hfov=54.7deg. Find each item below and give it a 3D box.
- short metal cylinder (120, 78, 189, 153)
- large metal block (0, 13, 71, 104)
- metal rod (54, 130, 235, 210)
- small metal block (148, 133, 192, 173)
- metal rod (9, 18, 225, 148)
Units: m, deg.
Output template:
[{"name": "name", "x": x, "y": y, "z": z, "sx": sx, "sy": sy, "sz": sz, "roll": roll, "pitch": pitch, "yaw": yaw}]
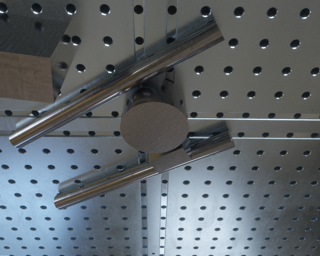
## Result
[{"name": "short metal cylinder", "x": -0.007, "y": -0.014, "z": 0.383, "sx": 0.081, "sy": 0.050, "sz": 0.079, "roll": 0, "pitch": 130, "yaw": 0}, {"name": "large metal block", "x": -0.139, "y": -0.073, "z": 0.312, "sx": 0.081, "sy": 0.080, "sz": 0.050, "roll": 6, "pitch": 130, "yaw": -6}, {"name": "metal rod", "x": -0.034, "y": 0.069, "z": 0.469, "sx": 0.300, "sy": 0.025, "sz": 0.025, "roll": -22, "pitch": 127, "yaw": 17}, {"name": "small metal block", "x": 0.013, "y": 0.026, "z": 0.418, "sx": 0.050, "sy": 0.050, "sz": 0.025, "roll": -25, "pitch": 126, "yaw": 19}, {"name": "metal rod", "x": -0.066, "y": -0.044, "z": 0.373, "sx": 0.300, "sy": 0.025, "sz": 0.025, "roll": -25, "pitch": 126, "yaw": 19}]
